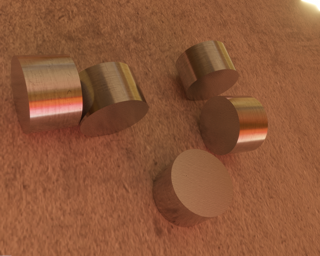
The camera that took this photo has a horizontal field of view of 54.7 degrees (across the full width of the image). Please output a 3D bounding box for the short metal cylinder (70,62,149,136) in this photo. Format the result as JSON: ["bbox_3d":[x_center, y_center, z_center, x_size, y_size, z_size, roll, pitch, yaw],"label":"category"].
[{"bbox_3d":[-0.060,-0.031,0.356,0.081,0.080,0.050,-11,68,-33],"label":"short metal cylinder"}]

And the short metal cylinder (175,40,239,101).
[{"bbox_3d":[0.069,-0.083,0.458,0.081,0.080,0.050,-5,64,-31],"label":"short metal cylinder"}]

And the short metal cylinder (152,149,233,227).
[{"bbox_3d":[0.038,0.071,0.366,0.081,0.050,0.080,14,56,-21],"label":"short metal cylinder"}]

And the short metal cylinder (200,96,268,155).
[{"bbox_3d":[0.099,-0.005,0.427,0.050,0.080,0.080,-4,64,-31],"label":"short metal cylinder"}]

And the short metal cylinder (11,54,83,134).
[{"bbox_3d":[-0.121,-0.037,0.326,0.050,0.080,0.080,-11,67,-33],"label":"short metal cylinder"}]
